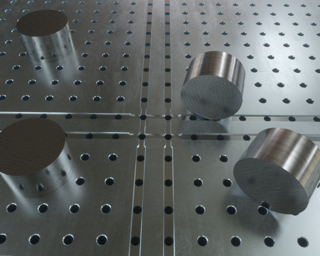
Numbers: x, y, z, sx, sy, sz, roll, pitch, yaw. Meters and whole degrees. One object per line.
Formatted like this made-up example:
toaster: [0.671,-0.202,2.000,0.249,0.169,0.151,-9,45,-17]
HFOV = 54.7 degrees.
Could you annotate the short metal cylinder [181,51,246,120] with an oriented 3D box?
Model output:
short metal cylinder: [0.073,-0.056,0.420,0.080,0.080,0.050,11,51,9]

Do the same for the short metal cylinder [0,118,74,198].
short metal cylinder: [-0.146,0.034,0.361,0.081,0.050,0.080,0,50,0]

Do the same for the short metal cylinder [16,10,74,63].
short metal cylinder: [-0.190,-0.155,0.519,0.081,0.050,0.080,0,50,0]

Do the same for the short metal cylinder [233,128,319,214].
short metal cylinder: [0.128,0.046,0.335,0.080,0.080,0.050,31,56,23]
